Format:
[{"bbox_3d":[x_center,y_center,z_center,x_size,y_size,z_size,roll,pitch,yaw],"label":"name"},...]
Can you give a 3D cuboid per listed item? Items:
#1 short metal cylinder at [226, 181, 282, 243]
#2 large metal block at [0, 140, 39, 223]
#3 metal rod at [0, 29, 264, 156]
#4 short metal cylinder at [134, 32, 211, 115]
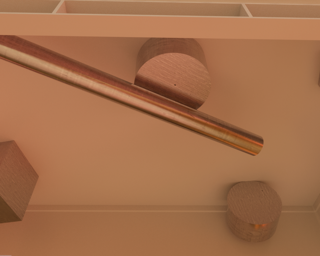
[{"bbox_3d":[0.145,0.130,0.486,0.080,0.080,0.050,-4,130,3],"label":"short metal cylinder"},{"bbox_3d":[-0.223,0.076,0.435,0.050,0.080,0.080,-9,130,7],"label":"large metal block"},{"bbox_3d":[-0.022,-0.030,0.317,0.302,0.025,0.025,21,127,-17],"label":"metal rod"},{"bbox_3d":[0.013,-0.058,0.343,0.081,0.050,0.079,0,130,0],"label":"short metal cylinder"}]
